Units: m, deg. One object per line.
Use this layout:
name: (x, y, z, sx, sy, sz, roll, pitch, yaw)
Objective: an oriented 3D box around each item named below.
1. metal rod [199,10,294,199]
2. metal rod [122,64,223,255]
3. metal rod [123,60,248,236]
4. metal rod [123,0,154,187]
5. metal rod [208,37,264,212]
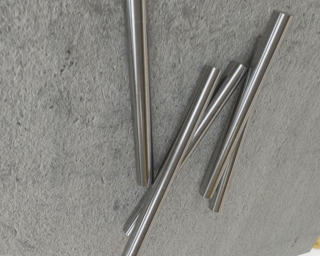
metal rod: (0.112, -0.014, 0.443, 0.025, 0.025, 0.298, -3, 125, -28)
metal rod: (0.012, 0.057, 0.428, 0.025, 0.025, 0.298, 15, 104, -35)
metal rod: (0.031, 0.038, 0.449, 0.025, 0.025, 0.299, 22, 106, -37)
metal rod: (-0.023, -0.050, 0.364, 0.025, 0.025, 0.298, -15, 125, -21)
metal rod: (0.120, 0.011, 0.481, 0.025, 0.025, 0.298, -5, 121, -26)
